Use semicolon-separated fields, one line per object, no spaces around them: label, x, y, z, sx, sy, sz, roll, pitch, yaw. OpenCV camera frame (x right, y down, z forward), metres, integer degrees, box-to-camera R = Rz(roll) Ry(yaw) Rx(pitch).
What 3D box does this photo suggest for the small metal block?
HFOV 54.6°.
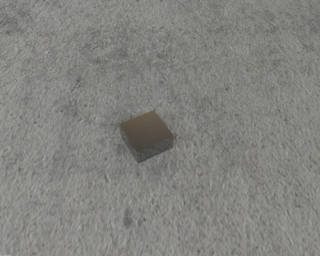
small metal block;-0.017;0.010;0.395;0.050;0.025;0.050;-23;54;-19
